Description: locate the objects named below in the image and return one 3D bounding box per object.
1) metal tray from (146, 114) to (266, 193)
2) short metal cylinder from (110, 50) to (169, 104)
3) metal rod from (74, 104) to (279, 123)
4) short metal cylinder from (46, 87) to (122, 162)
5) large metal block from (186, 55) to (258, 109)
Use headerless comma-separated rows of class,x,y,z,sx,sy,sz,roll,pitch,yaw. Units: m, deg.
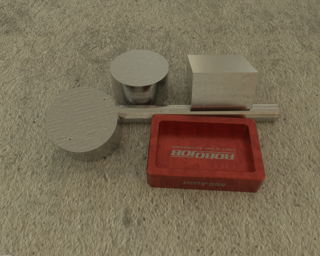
metal tray,0.053,0.028,0.377,0.131,0.030,0.090,3,50,2
short metal cylinder,-0.028,-0.068,0.446,0.081,0.050,0.080,0,49,0
metal rod,0.008,-0.019,0.422,0.302,0.025,0.025,-1,50,-1
short metal cylinder,-0.089,-0.003,0.374,0.081,0.050,0.080,0,71,-1
large metal block,0.080,-0.066,0.428,0.081,0.050,0.080,0,29,-1
